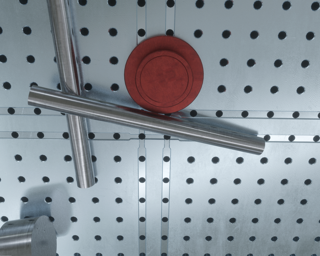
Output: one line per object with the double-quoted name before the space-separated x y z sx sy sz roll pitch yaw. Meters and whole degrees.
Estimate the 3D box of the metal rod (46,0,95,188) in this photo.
"metal rod" -0.113 -0.060 0.389 0.025 0.025 0.298 -3 110 1

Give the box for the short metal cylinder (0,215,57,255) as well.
"short metal cylinder" -0.189 0.170 0.444 0.050 0.080 0.079 -10 110 3

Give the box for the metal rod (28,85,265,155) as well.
"metal rod" -0.007 -0.007 0.394 0.302 0.025 0.025 12 110 -12

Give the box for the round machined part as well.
"round machined part" 0.005 -0.063 0.381 0.099 0.042 0.097 0 110 -1
